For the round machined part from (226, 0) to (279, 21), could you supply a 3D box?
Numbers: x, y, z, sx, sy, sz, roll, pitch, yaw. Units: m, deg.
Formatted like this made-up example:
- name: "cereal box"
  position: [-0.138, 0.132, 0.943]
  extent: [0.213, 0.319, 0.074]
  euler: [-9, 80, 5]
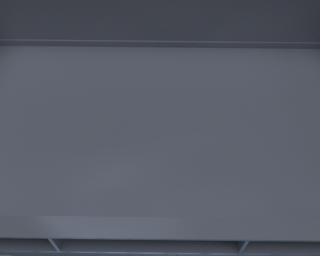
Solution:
- name: "round machined part"
  position: [0.178, -0.247, 0.605]
  extent: [0.099, 0.042, 0.098]
  euler: [0, 50, 0]
